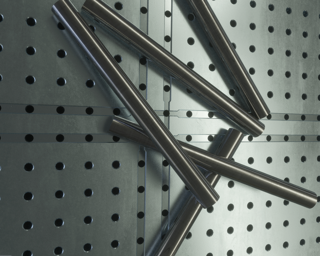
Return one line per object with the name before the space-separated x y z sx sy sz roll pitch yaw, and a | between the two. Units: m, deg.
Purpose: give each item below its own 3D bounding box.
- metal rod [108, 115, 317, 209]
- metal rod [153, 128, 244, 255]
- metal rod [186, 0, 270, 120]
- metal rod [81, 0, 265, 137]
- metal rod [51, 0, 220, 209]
metal rod | 0.077 0.049 0.417 0.302 0.025 0.025 21 83 -10
metal rod | 0.032 0.130 0.426 0.025 0.025 0.300 37 78 -17
metal rod | 0.075 -0.141 0.441 0.025 0.025 0.299 -37 102 -16
metal rod | 0.030 -0.076 0.424 0.301 0.025 0.025 34 79 -17
metal rod | -0.028 -0.028 0.375 0.025 0.025 0.299 -38 92 -16
